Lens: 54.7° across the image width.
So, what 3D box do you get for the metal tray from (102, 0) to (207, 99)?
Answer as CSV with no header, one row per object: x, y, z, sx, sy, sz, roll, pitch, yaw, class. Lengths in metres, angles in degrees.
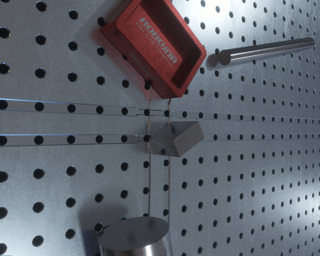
-0.001,-0.112,0.404,0.130,0.030,0.090,45,63,-31,metal tray

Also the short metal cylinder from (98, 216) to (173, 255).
-0.026,0.141,0.352,0.081,0.080,0.050,-14,99,-39,short metal cylinder

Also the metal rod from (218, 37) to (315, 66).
0.216,-0.150,0.588,0.302,0.025,0.025,-18,102,-38,metal rod

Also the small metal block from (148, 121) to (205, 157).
0.021,0.013,0.410,0.050,0.050,0.025,-34,112,-35,small metal block
